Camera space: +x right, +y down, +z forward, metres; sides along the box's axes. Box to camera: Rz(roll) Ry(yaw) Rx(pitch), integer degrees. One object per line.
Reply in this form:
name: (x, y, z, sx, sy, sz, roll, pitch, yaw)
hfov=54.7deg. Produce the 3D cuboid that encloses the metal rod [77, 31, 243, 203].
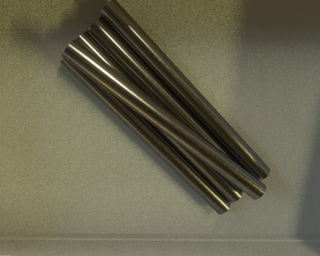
metal rod: (0.006, -0.005, 0.408, 0.025, 0.025, 0.300, -41, 105, 14)

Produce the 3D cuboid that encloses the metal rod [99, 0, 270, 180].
metal rod: (0.041, -0.038, 0.396, 0.025, 0.025, 0.300, -41, 105, 14)

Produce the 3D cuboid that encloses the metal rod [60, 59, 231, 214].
metal rod: (-0.009, 0.014, 0.415, 0.025, 0.025, 0.300, -41, 105, 14)

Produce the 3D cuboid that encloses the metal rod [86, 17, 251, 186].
metal rod: (0.025, -0.020, 0.403, 0.025, 0.025, 0.300, -41, 105, 14)

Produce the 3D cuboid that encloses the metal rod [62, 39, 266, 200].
metal rod: (0.015, -0.002, 0.382, 0.301, 0.025, 0.025, 37, 106, -13)
